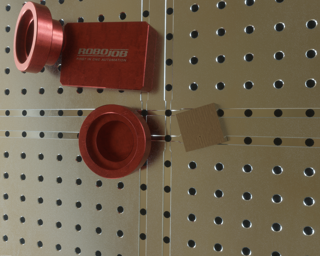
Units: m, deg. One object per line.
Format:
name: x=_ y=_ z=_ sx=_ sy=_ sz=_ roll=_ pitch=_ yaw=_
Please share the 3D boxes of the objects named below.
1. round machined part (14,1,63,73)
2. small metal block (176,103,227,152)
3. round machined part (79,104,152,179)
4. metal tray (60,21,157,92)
round machined part: x=-0.175 y=-0.128 z=0.449 sx=0.098 sy=0.042 sz=0.097 roll=-4 pitch=84 yaw=48
small metal block: x=0.053 y=0.000 z=0.393 sx=0.050 sy=0.025 sz=0.050 roll=-16 pitch=85 yaw=19
round machined part: x=-0.057 y=0.018 z=0.423 sx=0.098 sy=0.042 sz=0.097 roll=0 pitch=90 yaw=19
metal tray: x=-0.074 y=-0.100 z=0.435 sx=0.130 sy=0.030 sz=0.089 roll=6 pitch=92 yaw=19
